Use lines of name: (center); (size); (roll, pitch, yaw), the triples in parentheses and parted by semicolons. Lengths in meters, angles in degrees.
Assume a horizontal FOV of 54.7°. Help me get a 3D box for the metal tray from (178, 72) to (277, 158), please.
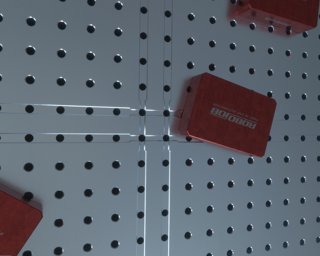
metal tray: (0.100, -0.016, 0.448); (0.131, 0.030, 0.090); (17, 84, -20)

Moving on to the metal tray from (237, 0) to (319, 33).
metal tray: (0.187, -0.209, 0.481); (0.131, 0.030, 0.089); (8, 87, -20)

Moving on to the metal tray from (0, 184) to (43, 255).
metal tray: (-0.208, 0.098, 0.333); (0.130, 0.030, 0.090); (35, 79, -17)
